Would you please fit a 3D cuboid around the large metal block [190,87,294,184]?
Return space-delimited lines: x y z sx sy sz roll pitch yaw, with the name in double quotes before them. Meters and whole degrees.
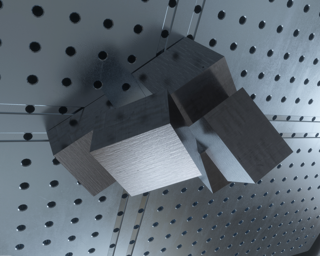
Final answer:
"large metal block" 0.081 0.012 0.337 0.050 0.080 0.080 -37 87 -10

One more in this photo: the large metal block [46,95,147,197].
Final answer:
"large metal block" -0.072 0.021 0.369 0.080 0.050 0.080 -34 129 -6

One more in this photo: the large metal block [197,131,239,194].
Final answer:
"large metal block" 0.064 0.029 0.428 0.050 0.080 0.080 -30 129 -10

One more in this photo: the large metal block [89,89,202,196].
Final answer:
"large metal block" -0.012 0.018 0.316 0.080 0.050 0.080 -20 131 15

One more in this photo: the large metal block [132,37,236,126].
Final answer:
"large metal block" 0.026 -0.052 0.357 0.080 0.080 0.050 -36 129 -5
